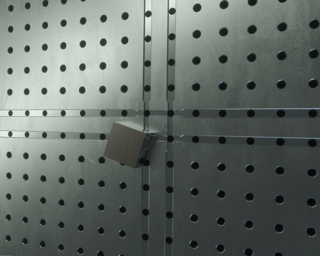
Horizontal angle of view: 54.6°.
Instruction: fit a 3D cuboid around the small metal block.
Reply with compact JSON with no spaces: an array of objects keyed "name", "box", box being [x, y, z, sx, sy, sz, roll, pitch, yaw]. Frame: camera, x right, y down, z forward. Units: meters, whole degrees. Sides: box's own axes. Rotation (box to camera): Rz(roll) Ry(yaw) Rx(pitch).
[{"name":"small metal block","box":[-0.044,0.022,0.429,0.050,0.025,0.050,19,96,19]}]
